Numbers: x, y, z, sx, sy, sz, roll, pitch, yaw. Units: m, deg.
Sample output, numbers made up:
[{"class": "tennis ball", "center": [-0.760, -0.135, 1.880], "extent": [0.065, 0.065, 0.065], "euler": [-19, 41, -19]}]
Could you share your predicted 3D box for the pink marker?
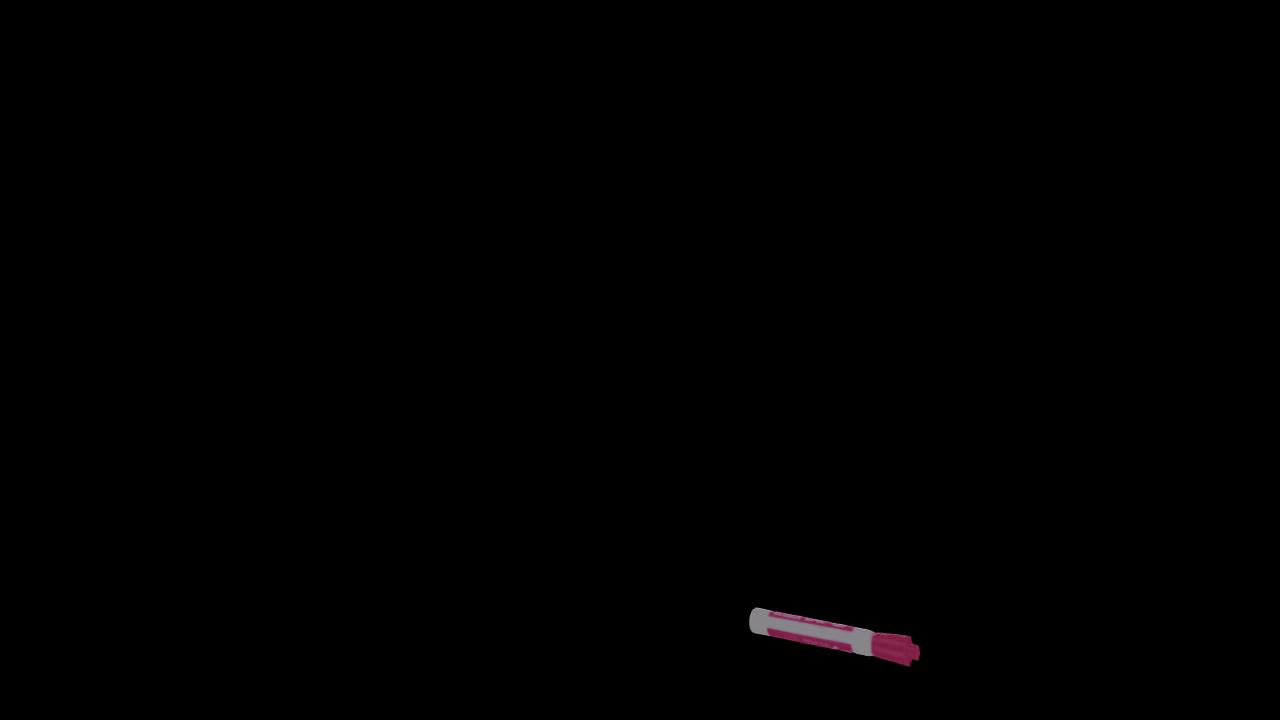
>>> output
[{"class": "pink marker", "center": [0.136, 0.198, 0.442], "extent": [0.121, 0.020, 0.020], "euler": [-6, -4, 39]}]
